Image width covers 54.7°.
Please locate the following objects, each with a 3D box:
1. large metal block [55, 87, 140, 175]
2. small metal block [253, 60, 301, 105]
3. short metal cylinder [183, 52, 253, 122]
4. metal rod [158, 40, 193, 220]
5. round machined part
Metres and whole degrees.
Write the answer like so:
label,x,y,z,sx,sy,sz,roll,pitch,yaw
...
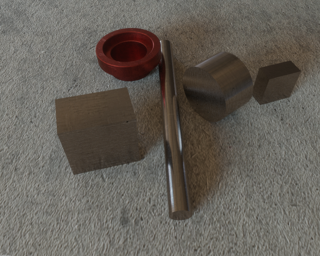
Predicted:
label,x,y,z,sx,sy,sz,roll,pitch,yaw
large metal block,-0.070,0.005,0.363,0.081,0.080,0.050,-11,51,-10
small metal block,0.165,-0.064,0.443,0.050,0.050,0.025,-15,52,-13
short metal cylinder,0.076,-0.055,0.415,0.050,0.080,0.080,-32,57,-24
metal rod,0.015,-0.023,0.422,0.025,0.025,0.300,-2,50,-2
round machined part,-0.047,-0.110,0.482,0.099,0.042,0.098,-1,50,2
